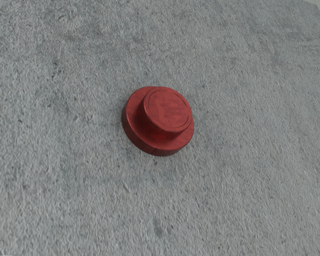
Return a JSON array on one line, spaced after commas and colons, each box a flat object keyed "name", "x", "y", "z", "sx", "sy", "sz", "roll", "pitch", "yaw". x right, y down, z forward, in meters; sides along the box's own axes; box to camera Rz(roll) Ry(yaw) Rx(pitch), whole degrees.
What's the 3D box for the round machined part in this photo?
[{"name": "round machined part", "x": 0.003, "y": -0.015, "z": 0.406, "sx": 0.099, "sy": 0.042, "sz": 0.098, "roll": 14, "pitch": 56, "yaw": -21}]
